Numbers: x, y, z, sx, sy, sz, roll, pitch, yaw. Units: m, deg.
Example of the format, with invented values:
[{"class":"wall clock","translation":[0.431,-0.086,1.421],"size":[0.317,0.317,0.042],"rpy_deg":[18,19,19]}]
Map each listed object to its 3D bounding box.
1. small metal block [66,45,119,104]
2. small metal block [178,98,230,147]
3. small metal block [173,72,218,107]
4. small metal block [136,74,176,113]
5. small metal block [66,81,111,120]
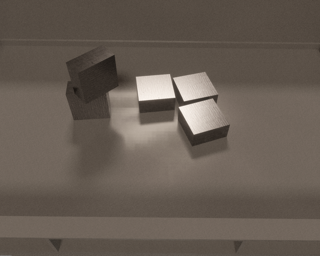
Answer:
[{"class":"small metal block","translation":[-0.081,-0.065,0.377],"size":[0.050,0.050,0.025],"rpy_deg":[-35,59,-25]},{"class":"small metal block","translation":[0.057,-0.008,0.413],"size":[0.050,0.025,0.050],"rpy_deg":[-15,52,-13]},{"class":"small metal block","translation":[0.050,-0.052,0.449],"size":[0.050,0.025,0.050],"rpy_deg":[-12,51,-11]},{"class":"small metal block","translation":[-0.007,-0.050,0.447],"size":[0.050,0.025,0.050],"rpy_deg":[-6,50,-5]},{"class":"small metal block","translation":[-0.095,-0.038,0.419],"size":[0.050,0.050,0.025],"rpy_deg":[-4,51,-3]}]
